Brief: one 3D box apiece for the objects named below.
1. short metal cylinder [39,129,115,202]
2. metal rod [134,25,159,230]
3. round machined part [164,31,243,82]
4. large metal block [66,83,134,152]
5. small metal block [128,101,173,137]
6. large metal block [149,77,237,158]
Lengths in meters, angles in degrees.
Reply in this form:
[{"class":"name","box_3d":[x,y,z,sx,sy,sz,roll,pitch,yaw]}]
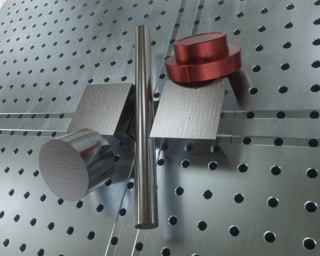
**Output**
[{"class":"short metal cylinder","box_3d":[-0.105,0.045,0.392,0.080,0.050,0.079,9,109,27]},{"class":"metal rod","box_3d":[-0.020,-0.024,0.400,0.025,0.025,0.299,-16,55,19]},{"class":"round machined part","box_3d":[0.053,-0.095,0.396,0.098,0.042,0.098,-11,24,5]},{"class":"large metal block","box_3d":[-0.073,-0.016,0.441,0.080,0.050,0.080,2,63,29]},{"class":"small metal block","box_3d":[-0.009,-0.009,0.419,0.050,0.025,0.050,1,62,28]},{"class":"large metal block","box_3d":[0.043,-0.012,0.378,0.080,0.050,0.080,1,62,28]}]
